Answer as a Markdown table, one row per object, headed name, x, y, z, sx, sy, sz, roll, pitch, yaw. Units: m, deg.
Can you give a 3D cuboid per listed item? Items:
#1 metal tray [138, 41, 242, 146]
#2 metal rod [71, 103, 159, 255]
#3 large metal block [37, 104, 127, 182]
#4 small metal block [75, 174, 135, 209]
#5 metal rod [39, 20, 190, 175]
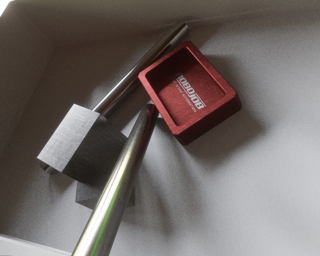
| name | x | y | z | sx | sy | sz | roll | pitch | yaw |
| --- | --- | --- | --- | --- | --- | --- | --- | --- | --- |
| metal tray | 0.035 | -0.051 | 0.414 | 0.090 | 0.030 | 0.130 | -34 | 52 | 5 |
| metal rod | -0.037 | 0.050 | 0.299 | 0.025 | 0.025 | 0.301 | -17 | 25 | 18 |
| large metal block | -0.093 | 0.028 | 0.400 | 0.050 | 0.080 | 0.080 | 20 | 72 | 35 |
| small metal block | -0.065 | 0.080 | 0.373 | 0.050 | 0.050 | 0.025 | -16 | 56 | 19 |
| metal rod | -0.065 | -0.049 | 0.467 | 0.300 | 0.025 | 0.025 | -47 | 52 | -5 |
